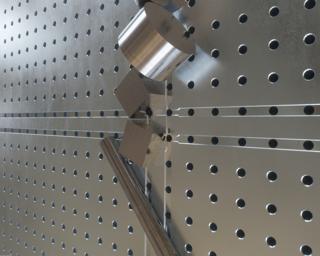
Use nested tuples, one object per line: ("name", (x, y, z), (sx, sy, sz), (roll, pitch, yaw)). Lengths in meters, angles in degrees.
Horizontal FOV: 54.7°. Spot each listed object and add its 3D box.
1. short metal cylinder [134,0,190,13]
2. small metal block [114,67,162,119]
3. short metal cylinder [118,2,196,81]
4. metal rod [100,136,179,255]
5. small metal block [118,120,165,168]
("short metal cylinder", (-0.001, -0.182, 0.374), (0.080, 0.081, 0.050), (-37, 67, 34))
("small metal block", (-0.032, -0.048, 0.436), (0.050, 0.025, 0.050), (-47, 62, 29))
("short metal cylinder", (-0.003, -0.104, 0.376), (0.050, 0.081, 0.080), (-40, 66, 33))
("metal rod", (-0.008, 0.136, 0.416), (0.025, 0.025, 0.299), (-47, 62, 30))
("small metal block", (-0.027, 0.021, 0.432), (0.050, 0.025, 0.050), (28, 108, 36))
